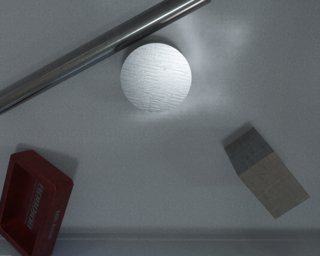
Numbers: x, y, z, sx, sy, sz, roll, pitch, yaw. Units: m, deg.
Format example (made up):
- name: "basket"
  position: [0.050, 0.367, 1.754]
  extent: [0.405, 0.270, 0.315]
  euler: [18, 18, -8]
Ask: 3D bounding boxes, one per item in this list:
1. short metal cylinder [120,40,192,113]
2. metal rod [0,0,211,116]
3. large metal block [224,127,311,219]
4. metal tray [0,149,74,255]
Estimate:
- name: "short metal cylinder"
  position: [-0.005, -0.064, 0.374]
  extent: [0.081, 0.050, 0.079]
  euler: [0, 110, -1]
- name: "metal rod"
  position: [-0.081, -0.091, 0.376]
  extent: [0.301, 0.025, 0.025]
  euler: [-26, 108, 8]
- name: "large metal block"
  position: [0.136, 0.056, 0.405]
  extent: [0.050, 0.080, 0.080]
  euler: [-39, 106, 13]
- name: "metal tray"
  position: [-0.174, 0.106, 0.422]
  extent: [0.090, 0.030, 0.129]
  euler: [30, 110, 23]
